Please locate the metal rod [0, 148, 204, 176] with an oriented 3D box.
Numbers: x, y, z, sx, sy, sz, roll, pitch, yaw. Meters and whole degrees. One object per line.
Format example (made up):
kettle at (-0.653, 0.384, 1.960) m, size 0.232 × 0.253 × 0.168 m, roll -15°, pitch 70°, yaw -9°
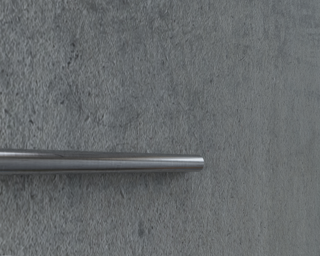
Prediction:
metal rod at (-0.061, 0.039, 0.352) m, size 0.302 × 0.025 × 0.025 m, roll 6°, pitch 87°, yaw -40°
